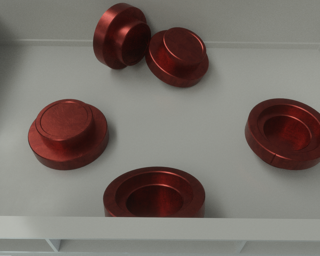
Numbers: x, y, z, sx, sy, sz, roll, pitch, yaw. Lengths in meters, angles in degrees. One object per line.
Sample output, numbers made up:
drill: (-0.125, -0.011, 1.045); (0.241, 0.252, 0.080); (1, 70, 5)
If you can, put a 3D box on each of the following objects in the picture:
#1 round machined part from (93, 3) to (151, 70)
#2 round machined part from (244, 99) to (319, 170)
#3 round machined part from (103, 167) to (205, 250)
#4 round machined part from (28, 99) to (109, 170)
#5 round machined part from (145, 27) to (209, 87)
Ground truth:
round machined part: (-0.050, -0.133, 0.469); (0.042, 0.097, 0.098); (31, 57, 23)
round machined part: (0.155, 0.012, 0.386); (0.099, 0.042, 0.098); (0, 50, 0)
round machined part: (-0.005, 0.081, 0.309); (0.099, 0.042, 0.098); (-1, 23, 1)
round machined part: (-0.116, 0.001, 0.392); (0.099, 0.042, 0.098); (0, 50, 0)
round machined part: (0.031, -0.113, 0.469); (0.099, 0.042, 0.098); (10, 58, -17)
